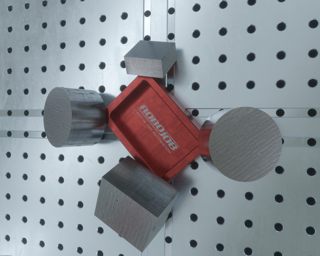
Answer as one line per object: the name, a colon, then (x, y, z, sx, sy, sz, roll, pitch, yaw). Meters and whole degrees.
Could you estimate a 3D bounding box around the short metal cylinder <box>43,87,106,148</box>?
short metal cylinder: (-0.118, -0.014, 0.425, 0.080, 0.050, 0.079, 1, 91, 45)

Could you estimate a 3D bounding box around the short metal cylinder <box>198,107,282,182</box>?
short metal cylinder: (0.088, 0.017, 0.352, 0.081, 0.050, 0.079, 0, 90, -7)

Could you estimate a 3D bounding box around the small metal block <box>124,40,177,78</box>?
small metal block: (-0.011, -0.090, 0.400, 0.050, 0.050, 0.025, 10, 131, 20)

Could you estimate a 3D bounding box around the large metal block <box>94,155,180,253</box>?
large metal block: (-0.031, 0.096, 0.392, 0.080, 0.050, 0.079, 32, 131, 16)

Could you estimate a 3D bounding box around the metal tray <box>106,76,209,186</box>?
metal tray: (-0.006, 0.001, 0.411, 0.090, 0.030, 0.130, -43, 77, 15)
